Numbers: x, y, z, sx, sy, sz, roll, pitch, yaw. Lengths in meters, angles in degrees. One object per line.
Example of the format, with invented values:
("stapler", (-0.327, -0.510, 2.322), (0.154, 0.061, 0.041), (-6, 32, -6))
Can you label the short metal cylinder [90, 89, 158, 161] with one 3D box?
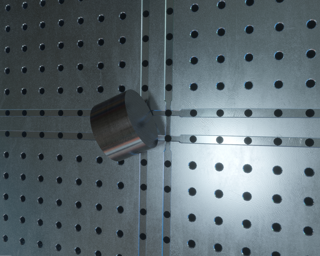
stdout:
("short metal cylinder", (-0.044, -0.003, 0.398), (0.050, 0.080, 0.080), (-23, 83, 18))
